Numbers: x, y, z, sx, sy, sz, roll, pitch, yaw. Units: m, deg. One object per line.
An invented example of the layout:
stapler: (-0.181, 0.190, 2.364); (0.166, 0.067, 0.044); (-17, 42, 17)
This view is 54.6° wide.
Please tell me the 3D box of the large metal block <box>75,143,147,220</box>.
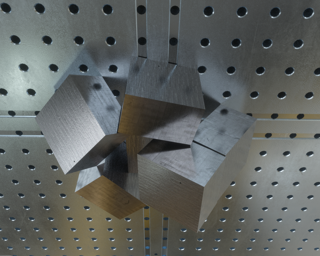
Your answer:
large metal block: (-0.062, 0.066, 0.429); (0.050, 0.080, 0.080); (-33, 123, 24)

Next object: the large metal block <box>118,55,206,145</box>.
large metal block: (0.001, -0.033, 0.348); (0.080, 0.080, 0.050); (10, 129, -8)

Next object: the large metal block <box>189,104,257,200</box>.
large metal block: (0.074, 0.030, 0.390); (0.050, 0.080, 0.080); (26, 136, 28)

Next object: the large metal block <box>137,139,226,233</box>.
large metal block: (0.023, 0.060, 0.355); (0.080, 0.050, 0.080); (23, 134, 25)

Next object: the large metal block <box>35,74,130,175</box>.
large metal block: (-0.089, -0.005, 0.362); (0.080, 0.080, 0.050); (-41, 163, 29)

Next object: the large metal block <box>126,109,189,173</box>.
large metal block: (-0.001, 0.014, 0.407); (0.080, 0.050, 0.080); (1, 130, -1)
